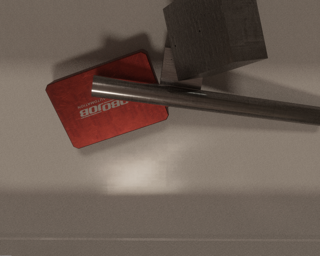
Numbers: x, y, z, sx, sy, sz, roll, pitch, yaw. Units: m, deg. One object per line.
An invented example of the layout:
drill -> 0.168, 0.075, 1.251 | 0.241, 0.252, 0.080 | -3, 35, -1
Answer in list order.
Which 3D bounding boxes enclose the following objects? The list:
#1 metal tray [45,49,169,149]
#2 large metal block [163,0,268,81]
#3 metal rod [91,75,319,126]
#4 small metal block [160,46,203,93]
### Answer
metal tray -> -0.064, -0.036, 0.395 | 0.131, 0.030, 0.090 | -18, 109, 6
large metal block -> 0.054, -0.098, 0.319 | 0.050, 0.080, 0.080 | -14, 93, -35
metal rod -> 0.071, -0.031, 0.379 | 0.302, 0.025, 0.025 | 6, 110, -12
small metal block -> 0.028, -0.073, 0.385 | 0.050, 0.025, 0.050 | 7, 110, -3
